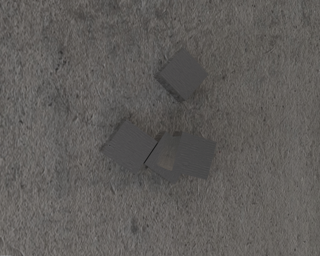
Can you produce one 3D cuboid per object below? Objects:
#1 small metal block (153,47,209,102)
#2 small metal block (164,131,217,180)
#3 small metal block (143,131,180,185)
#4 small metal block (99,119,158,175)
[{"bbox_3d":[0.028,-0.071,0.419,0.050,0.025,0.050,44,76,-15],"label":"small metal block"},{"bbox_3d":[0.039,0.035,0.397,0.050,0.025,0.050,17,84,-20],"label":"small metal block"},{"bbox_3d":[0.009,0.039,0.412,0.050,0.025,0.050,37,78,-16],"label":"small metal block"},{"bbox_3d":[-0.040,0.023,0.394,0.050,0.025,0.050,37,78,-16],"label":"small metal block"}]
